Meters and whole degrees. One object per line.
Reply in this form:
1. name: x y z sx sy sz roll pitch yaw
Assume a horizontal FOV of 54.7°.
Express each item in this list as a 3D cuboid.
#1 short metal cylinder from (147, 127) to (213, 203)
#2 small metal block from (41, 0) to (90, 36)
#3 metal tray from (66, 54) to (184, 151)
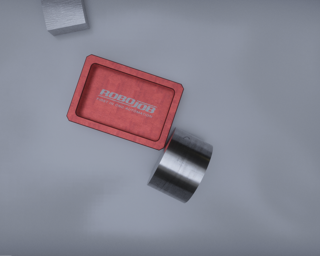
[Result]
1. short metal cylinder: 0.024 0.046 0.384 0.050 0.080 0.080 27 90 -1
2. small metal block: -0.125 -0.154 0.410 0.050 0.025 0.050 -12 90 0
3. metal tray: -0.044 -0.033 0.408 0.131 0.030 0.090 18 90 -1
